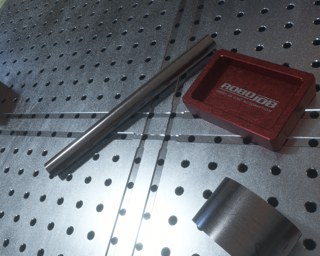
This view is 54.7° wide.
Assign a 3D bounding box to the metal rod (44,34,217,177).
[{"bbox_3d":[-0.043,-0.032,0.450,0.300,0.025,0.025,-39,51,2],"label":"metal rod"}]

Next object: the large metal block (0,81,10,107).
[{"bbox_3d":[-0.356,-0.066,0.600,0.050,0.080,0.080,-1,61,27],"label":"large metal block"}]

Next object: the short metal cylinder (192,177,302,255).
[{"bbox_3d":[0.076,0.089,0.278,0.080,0.080,0.050,34,81,38],"label":"short metal cylinder"}]

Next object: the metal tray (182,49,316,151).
[{"bbox_3d":[0.103,-0.039,0.374,0.130,0.030,0.090,29,77,37],"label":"metal tray"}]
